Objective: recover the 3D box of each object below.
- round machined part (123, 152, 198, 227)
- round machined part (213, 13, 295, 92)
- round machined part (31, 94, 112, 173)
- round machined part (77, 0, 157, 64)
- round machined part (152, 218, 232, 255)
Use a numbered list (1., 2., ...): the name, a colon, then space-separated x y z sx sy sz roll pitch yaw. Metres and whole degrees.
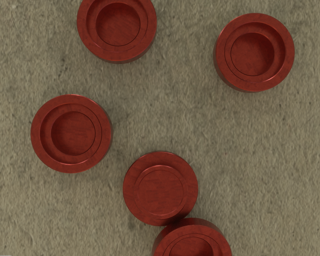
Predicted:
1. round machined part: 0.001 0.080 0.402 0.099 0.042 0.097 0 90 -1
2. round machined part: 0.118 -0.094 0.403 0.099 0.042 0.097 0 90 -1
3. round machined part: -0.110 0.007 0.400 0.099 0.042 0.097 0 90 -1
4. round machined part: -0.053 -0.131 0.401 0.099 0.042 0.097 0 90 -1
5. round machined part: 0.038 0.160 0.397 0.099 0.042 0.097 -1 99 -5
